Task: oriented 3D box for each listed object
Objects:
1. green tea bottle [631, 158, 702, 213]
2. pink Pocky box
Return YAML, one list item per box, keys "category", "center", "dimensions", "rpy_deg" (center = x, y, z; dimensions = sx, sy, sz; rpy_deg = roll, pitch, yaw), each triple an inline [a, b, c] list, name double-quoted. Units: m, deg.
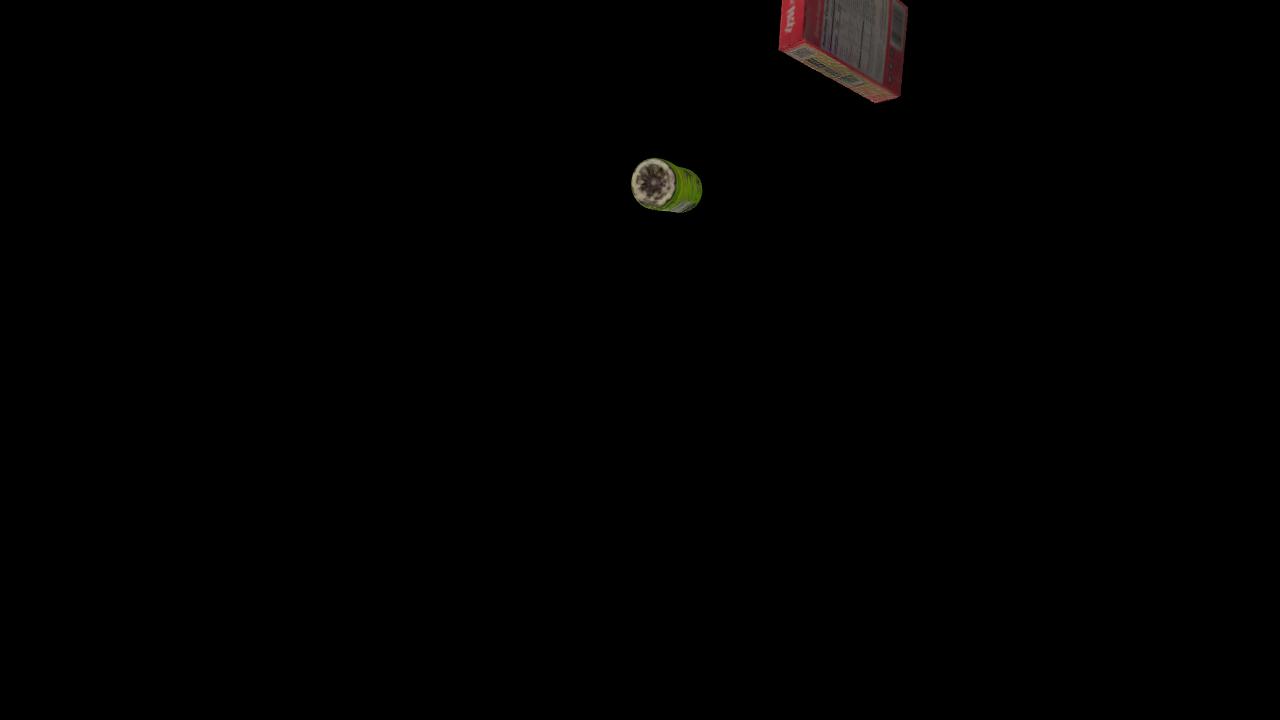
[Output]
- category: "green tea bottle"
  center: [0.051, -0.259, 0.934]
  dimensions: [0.073, 0.073, 0.212]
  rpy_deg: [0, 9, 18]
- category: "pink Pocky box"
  center: [0.178, -0.287, 0.530]
  dimensions: [0.155, 0.084, 0.029]
  rpy_deg: [1, 4, -40]
